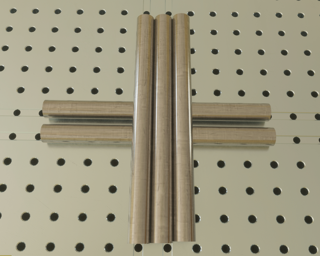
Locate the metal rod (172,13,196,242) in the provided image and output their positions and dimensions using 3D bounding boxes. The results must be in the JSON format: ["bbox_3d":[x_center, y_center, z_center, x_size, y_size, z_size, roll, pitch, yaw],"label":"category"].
[{"bbox_3d":[0.028,-0.016,0.392,0.025,0.025,0.299,1,70,0],"label":"metal rod"}]

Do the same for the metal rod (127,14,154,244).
[{"bbox_3d":[-0.022,-0.014,0.390,0.025,0.025,0.299,1,70,0],"label":"metal rod"}]

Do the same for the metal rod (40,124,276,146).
[{"bbox_3d":[-0.002,0.009,0.408,0.302,0.025,0.025,1,70,0],"label":"metal rod"}]

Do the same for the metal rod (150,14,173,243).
[{"bbox_3d":[0.003,-0.014,0.391,0.025,0.025,0.299,1,70,0],"label":"metal rod"}]

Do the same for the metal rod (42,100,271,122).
[{"bbox_3d":[-0.004,-0.023,0.420,0.302,0.025,0.025,1,70,0],"label":"metal rod"}]
